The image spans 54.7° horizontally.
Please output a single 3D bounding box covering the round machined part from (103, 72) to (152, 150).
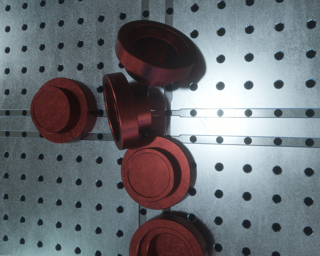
[{"bbox_3d":[-0.041,-0.023,0.398,0.042,0.098,0.097,-12,85,-17],"label":"round machined part"}]

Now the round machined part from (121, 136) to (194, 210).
[{"bbox_3d":[-0.008,0.059,0.405,0.098,0.042,0.097,0,90,19],"label":"round machined part"}]

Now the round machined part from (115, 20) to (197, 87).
[{"bbox_3d":[-0.007,-0.089,0.386,0.098,0.099,0.042,39,138,15],"label":"round machined part"}]

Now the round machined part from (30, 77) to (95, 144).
[{"bbox_3d":[-0.148,-0.026,0.454,0.098,0.042,0.097,0,90,19],"label":"round machined part"}]

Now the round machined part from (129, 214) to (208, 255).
[{"bbox_3d":[0.014,0.160,0.398,0.098,0.042,0.097,0,90,19],"label":"round machined part"}]
